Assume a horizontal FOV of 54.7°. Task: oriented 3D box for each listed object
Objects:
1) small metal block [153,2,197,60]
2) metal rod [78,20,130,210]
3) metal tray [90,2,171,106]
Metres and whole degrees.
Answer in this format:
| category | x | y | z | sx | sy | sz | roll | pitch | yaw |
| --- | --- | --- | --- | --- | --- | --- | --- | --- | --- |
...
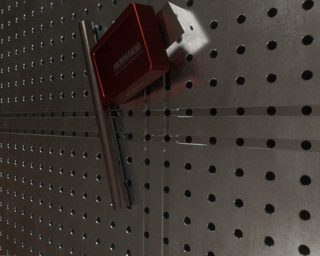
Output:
| category | x | y | z | sx | sy | sz | roll | pitch | yaw |
| --- | --- | --- | --- | --- | --- | --- | --- | --- | --- |
| small metal block | 0.011 | -0.123 | 0.399 | 0.050 | 0.025 | 0.050 | -37 | 68 | 33 |
| metal rod | -0.088 | -0.026 | 0.479 | 0.025 | 0.025 | 0.299 | -21 | 77 | 38 |
| metal tray | -0.047 | -0.094 | 0.421 | 0.130 | 0.030 | 0.090 | -27 | 76 | 50 |
